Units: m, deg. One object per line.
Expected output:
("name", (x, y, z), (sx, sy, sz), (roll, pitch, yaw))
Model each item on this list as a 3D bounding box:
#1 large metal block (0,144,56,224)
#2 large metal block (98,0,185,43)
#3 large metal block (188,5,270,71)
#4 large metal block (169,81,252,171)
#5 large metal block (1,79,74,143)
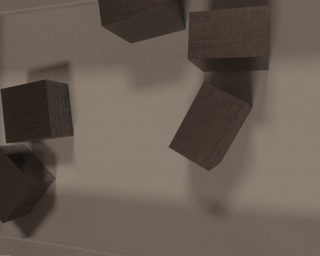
("large metal block", (-0.223, 0.082, 0.474), (0.080, 0.050, 0.080), (43, 103, 14))
("large metal block", (-0.021, -0.149, 0.388), (0.080, 0.080, 0.050), (-9, 87, 19))
("large metal block", (0.082, -0.096, 0.352), (0.080, 0.080, 0.050), (2, 91, 19))
("large metal block", (0.062, -0.002, 0.359), (0.050, 0.080, 0.080), (31, 100, 17))
("large metal block", (-0.181, -0.022, 0.459), (0.080, 0.050, 0.080), (-8, 88, 19))
